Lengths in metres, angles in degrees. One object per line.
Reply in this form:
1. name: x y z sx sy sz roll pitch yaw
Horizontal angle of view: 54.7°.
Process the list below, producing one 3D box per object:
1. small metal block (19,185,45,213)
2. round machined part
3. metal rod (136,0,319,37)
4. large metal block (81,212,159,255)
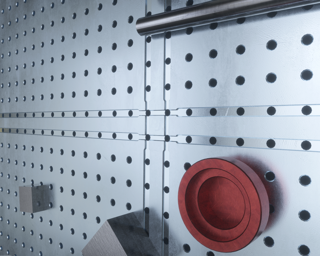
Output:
1. small metal block: -0.255 0.140 0.616 0.050 0.025 0.050 -8 85 39
2. round machined part: 0.071 0.080 0.338 0.098 0.042 0.097 0 90 39
3. metal rod: 0.091 -0.132 0.332 0.300 0.025 0.025 3 92 39
4. large metal block: -0.055 0.180 0.437 0.080 0.050 0.080 52 120 27
